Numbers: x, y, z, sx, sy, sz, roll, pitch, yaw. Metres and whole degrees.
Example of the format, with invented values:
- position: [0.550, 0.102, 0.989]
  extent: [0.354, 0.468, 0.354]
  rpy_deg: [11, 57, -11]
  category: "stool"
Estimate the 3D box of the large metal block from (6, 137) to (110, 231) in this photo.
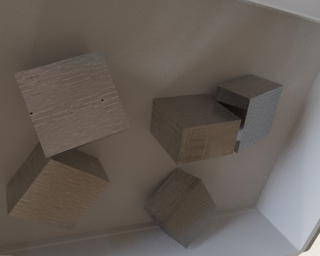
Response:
- position: [-0.121, 0.067, 0.369]
  extent: [0.080, 0.050, 0.080]
  rpy_deg: [32, 100, -39]
  category: "large metal block"

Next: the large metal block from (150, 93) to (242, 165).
- position: [0.042, -0.002, 0.396]
  extent: [0.081, 0.080, 0.050]
  rpy_deg: [-8, 122, -25]
  category: "large metal block"

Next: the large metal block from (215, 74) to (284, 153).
- position: [0.119, -0.022, 0.432]
  extent: [0.081, 0.050, 0.079]
  rpy_deg: [-22, 129, -37]
  category: "large metal block"

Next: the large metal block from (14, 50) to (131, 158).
- position: [-0.085, -0.022, 0.309]
  extent: [0.081, 0.050, 0.080]
  rpy_deg: [-20, 90, -17]
  category: "large metal block"

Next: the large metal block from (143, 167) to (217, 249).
- position: [0.033, 0.122, 0.473]
  extent: [0.080, 0.050, 0.080]
  rpy_deg: [-48, 132, -20]
  category: "large metal block"
